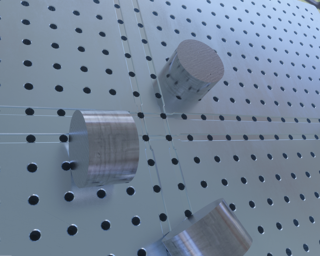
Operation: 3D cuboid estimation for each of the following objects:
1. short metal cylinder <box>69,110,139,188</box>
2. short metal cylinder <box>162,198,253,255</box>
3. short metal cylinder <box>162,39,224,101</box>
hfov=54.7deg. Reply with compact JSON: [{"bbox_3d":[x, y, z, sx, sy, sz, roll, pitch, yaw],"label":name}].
[{"bbox_3d":[-0.062,0.021,0.328,0.050,0.080,0.080,-1,62,-29],"label":"short metal cylinder"},{"bbox_3d":[0.049,0.118,0.329,0.081,0.080,0.050,-26,77,-37],"label":"short metal cylinder"},{"bbox_3d":[0.050,-0.088,0.475,0.081,0.050,0.080,14,56,-21],"label":"short metal cylinder"}]
